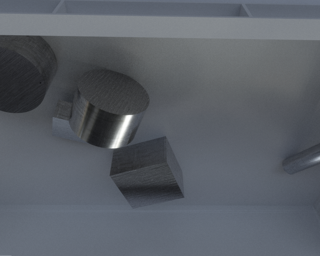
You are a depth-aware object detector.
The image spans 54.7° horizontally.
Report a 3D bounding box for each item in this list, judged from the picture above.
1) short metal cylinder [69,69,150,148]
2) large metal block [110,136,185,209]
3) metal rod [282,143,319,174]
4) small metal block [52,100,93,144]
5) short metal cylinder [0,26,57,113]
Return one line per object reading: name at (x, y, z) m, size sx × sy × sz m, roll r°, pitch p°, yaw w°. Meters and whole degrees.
short metal cylinder at (-0.058, -0.023, 0.353) m, size 0.081 × 0.080 × 0.050 m, roll 16°, pitch 128°, yaw -14°
large metal block at (-0.016, 0.066, 0.449) m, size 0.080 × 0.050 × 0.080 m, roll -15°, pitch 129°, yaw 12°
metal rod at (0.235, 0.001, 0.332) m, size 0.025 × 0.025 × 0.299 m, roll 13°, pitch 154°, yaw -11°
small metal block at (-0.107, -0.006, 0.392) m, size 0.050 × 0.025 × 0.050 m, roll 14°, pitch 149°, yaw -13°
short metal cylinder at (-0.159, -0.063, 0.337) m, size 0.081 × 0.050 × 0.079 m, roll 0°, pitch 130°, yaw 0°
